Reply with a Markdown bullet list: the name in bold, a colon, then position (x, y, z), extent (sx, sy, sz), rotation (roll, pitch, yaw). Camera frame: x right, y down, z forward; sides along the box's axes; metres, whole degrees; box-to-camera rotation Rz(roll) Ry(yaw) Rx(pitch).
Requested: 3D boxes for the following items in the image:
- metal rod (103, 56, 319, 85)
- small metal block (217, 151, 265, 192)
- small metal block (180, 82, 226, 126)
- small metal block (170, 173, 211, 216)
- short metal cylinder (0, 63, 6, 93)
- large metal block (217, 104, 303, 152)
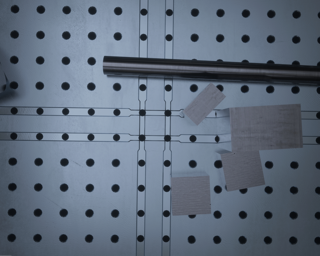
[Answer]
- **metal rod**: position (0.077, -0.077, 0.414), extent (0.302, 0.025, 0.025), rotation (3, 90, -1)
- **small metal block**: position (0.108, 0.054, 0.415), extent (0.050, 0.025, 0.050), rotation (-11, 90, -1)
- **small metal block**: position (0.054, -0.029, 0.402), extent (0.025, 0.050, 0.050), rotation (44, 90, -1)
- **small metal block**: position (0.040, 0.088, 0.414), extent (0.050, 0.025, 0.050), rotation (-3, 90, -1)
- **short metal cylinder**: position (-0.238, -0.072, 0.383), extent (0.050, 0.080, 0.080), rotation (-22, 90, 0)
- **large metal block**: position (0.119, -0.001, 0.388), extent (0.081, 0.080, 0.050), rotation (-3, 90, -1)
